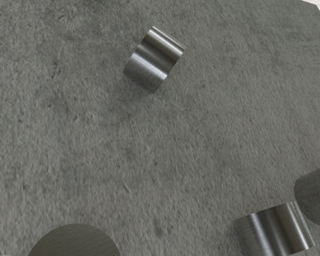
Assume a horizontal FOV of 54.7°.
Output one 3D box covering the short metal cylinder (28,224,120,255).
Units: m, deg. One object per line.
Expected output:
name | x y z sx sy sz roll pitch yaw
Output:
short metal cylinder | -0.078 0.129 0.268 0.081 0.050 0.080 14 56 -21

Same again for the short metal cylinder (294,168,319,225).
short metal cylinder | 0.252 0.101 0.465 0.081 0.050 0.080 14 56 -21

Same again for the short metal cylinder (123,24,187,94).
short metal cylinder | -0.007 -0.093 0.423 0.050 0.080 0.080 34 51 -6

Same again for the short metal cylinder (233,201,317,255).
short metal cylinder | 0.134 0.124 0.367 0.081 0.080 0.050 -3 64 -30
